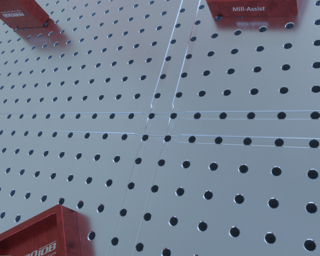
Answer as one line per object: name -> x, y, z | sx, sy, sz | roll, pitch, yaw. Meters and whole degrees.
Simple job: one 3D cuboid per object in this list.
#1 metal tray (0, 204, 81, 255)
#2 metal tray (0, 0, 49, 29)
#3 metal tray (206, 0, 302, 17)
metal tray -> -0.164, 0.165, 0.391 | 0.130, 0.030, 0.090 | -28, 52, 10
metal tray -> -0.330, -0.272, 0.709 | 0.130, 0.090, 0.030 | 9, 67, 32
metal tray -> 0.145, -0.209, 0.458 | 0.130, 0.030, 0.090 | 13, 68, 33
